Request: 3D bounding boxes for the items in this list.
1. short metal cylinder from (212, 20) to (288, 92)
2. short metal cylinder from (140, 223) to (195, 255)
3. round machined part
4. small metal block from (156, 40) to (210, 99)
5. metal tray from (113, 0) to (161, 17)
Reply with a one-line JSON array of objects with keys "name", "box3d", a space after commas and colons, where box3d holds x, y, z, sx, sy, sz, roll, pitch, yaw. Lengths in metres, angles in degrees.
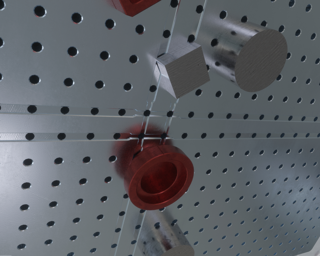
[{"name": "short metal cylinder", "box3d": [0.115, -0.093, 0.401, 0.081, 0.050, 0.079, -14, 124, -21]}, {"name": "short metal cylinder", "box3d": [0.012, 0.212, 0.533, 0.081, 0.050, 0.079, -14, 124, -21]}, {"name": "round machined part", "box3d": [-0.005, 0.065, 0.438, 0.099, 0.042, 0.097, -14, 124, -21]}, {"name": "small metal block", "box3d": [0.029, -0.072, 0.383, 0.050, 0.025, 0.050, -30, 129, -9]}, {"name": "metal tray", "box3d": [0.001, -0.180, 0.297, 0.131, 0.030, 0.090, -33, 129, -7]}]
